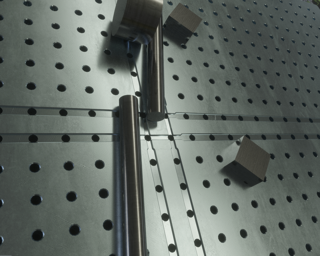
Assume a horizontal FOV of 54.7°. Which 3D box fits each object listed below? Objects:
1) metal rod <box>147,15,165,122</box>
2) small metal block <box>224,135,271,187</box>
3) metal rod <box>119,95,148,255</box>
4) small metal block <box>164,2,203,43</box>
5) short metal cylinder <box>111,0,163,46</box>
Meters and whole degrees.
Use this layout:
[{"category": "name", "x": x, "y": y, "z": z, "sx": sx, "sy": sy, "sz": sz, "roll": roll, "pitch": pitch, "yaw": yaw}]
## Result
[{"category": "metal rod", "x": -0.008, "y": -0.143, "z": 0.491, "sx": 0.025, "sy": 0.025, "sz": 0.299, "roll": 13, "pitch": 56, "yaw": -21}, {"category": "small metal block", "x": 0.127, "y": 0.047, "z": 0.448, "sx": 0.050, "sy": 0.025, "sz": 0.050, "roll": 36, "pitch": 51, "yaw": -4}, {"category": "metal rod", "x": -0.029, "y": 0.094, "z": 0.335, "sx": 0.025, "sy": 0.025, "sz": 0.299, "roll": 9, "pitch": 58, "yaw": -24}, {"category": "small metal block", "x": 0.040, "y": -0.185, "z": 0.542, "sx": 0.050, "sy": 0.025, "sz": 0.050, "roll": 34, "pitch": 51, "yaw": -6}, {"category": "short metal cylinder", "x": -0.035, "y": -0.168, "z": 0.456, "sx": 0.050, "sy": 0.080, "sz": 0.080, "roll": 12, "pitch": 57, "yaw": -22}]
